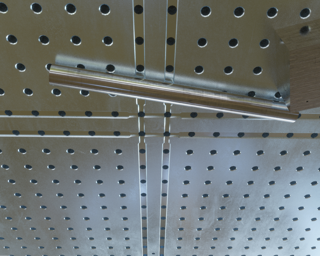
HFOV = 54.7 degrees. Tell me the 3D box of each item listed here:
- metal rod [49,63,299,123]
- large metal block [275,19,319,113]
[{"bbox_3d":[0.024,-0.040,0.377,0.302,0.025,0.025,8,130,-8],"label":"metal rod"},{"bbox_3d":[0.175,-0.070,0.338,0.080,0.050,0.080,-12,129,10],"label":"large metal block"}]
